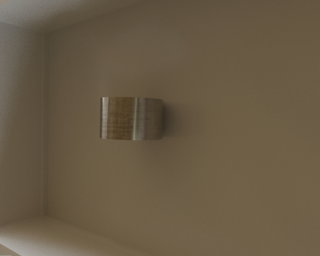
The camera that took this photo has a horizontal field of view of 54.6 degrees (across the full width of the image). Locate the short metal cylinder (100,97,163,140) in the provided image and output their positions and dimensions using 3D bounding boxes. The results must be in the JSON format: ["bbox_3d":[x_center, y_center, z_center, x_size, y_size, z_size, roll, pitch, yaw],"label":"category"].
[{"bbox_3d":[-0.036,-0.012,0.398,0.080,0.081,0.050,3,92,40],"label":"short metal cylinder"}]
